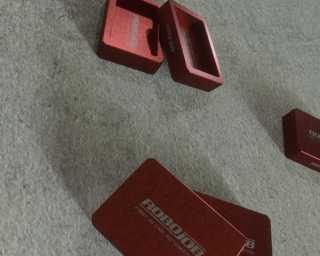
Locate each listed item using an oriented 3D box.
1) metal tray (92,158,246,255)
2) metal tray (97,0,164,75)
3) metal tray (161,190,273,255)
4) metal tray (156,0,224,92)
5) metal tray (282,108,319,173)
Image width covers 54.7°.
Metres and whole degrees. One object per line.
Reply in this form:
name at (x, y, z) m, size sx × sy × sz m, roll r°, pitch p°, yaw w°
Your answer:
metal tray at (0.008, 0.105, 0.313) m, size 0.130 × 0.030 × 0.090 m, roll 40°, pitch 66°, yaw 11°
metal tray at (-0.041, -0.150, 0.471) m, size 0.091 × 0.030 × 0.130 m, roll 15°, pitch 56°, yaw -20°
metal tray at (0.069, 0.132, 0.359) m, size 0.131 × 0.030 × 0.090 m, roll 22°, pitch 54°, yaw -16°
metal tray at (0.047, -0.126, 0.481) m, size 0.091 × 0.030 × 0.130 m, roll 9°, pitch 62°, yaw -44°
metal tray at (0.275, 0.030, 0.534) m, size 0.131 × 0.030 × 0.090 m, roll 23°, pitch 53°, yaw -15°
